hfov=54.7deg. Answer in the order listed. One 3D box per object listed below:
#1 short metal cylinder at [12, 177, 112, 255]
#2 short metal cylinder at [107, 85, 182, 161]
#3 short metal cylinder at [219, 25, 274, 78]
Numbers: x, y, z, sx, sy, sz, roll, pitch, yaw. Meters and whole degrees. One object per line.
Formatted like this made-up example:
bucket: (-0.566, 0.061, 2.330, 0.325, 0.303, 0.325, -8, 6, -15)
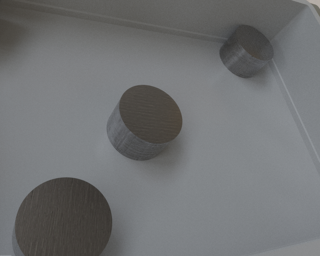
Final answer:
short metal cylinder: (-0.090, 0.092, 0.285, 0.081, 0.050, 0.080, 14, 56, -21)
short metal cylinder: (-0.020, -0.006, 0.383, 0.081, 0.050, 0.080, 14, 56, -21)
short metal cylinder: (0.155, -0.137, 0.556, 0.081, 0.050, 0.080, 14, 56, -21)
